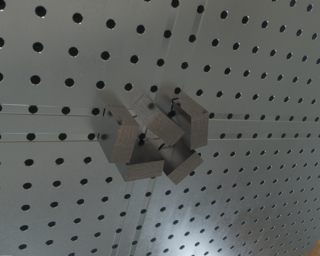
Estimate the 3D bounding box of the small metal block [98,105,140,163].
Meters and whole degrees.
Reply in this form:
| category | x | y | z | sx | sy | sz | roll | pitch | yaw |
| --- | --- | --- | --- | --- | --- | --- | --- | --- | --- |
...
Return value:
| category | x | y | z | sx | sy | sz | roll | pitch | yaw |
| --- | --- | --- | --- | --- | --- | --- | --- | --- | --- |
| small metal block | -0.051 | 0.007 | 0.371 | 0.025 | 0.050 | 0.050 | 4 | 117 | -30 |

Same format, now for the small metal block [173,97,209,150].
| category | x | y | z | sx | sy | sz | roll | pitch | yaw |
| --- | --- | --- | --- | --- | --- | --- | --- | --- | --- |
| small metal block | 0.040 | -0.007 | 0.411 | 0.025 | 0.050 | 0.050 | -15 | 124 | -20 |

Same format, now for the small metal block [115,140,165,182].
| category | x | y | z | sx | sy | sz | roll | pitch | yaw |
| --- | --- | --- | --- | --- | --- | --- | --- | --- | --- |
| small metal block | -0.029 | 0.041 | 0.404 | 0.050 | 0.050 | 0.025 | -5 | 121 | -26 |

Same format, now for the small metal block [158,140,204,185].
| category | x | y | z | sx | sy | sz | roll | pitch | yaw |
| --- | --- | --- | --- | --- | --- | --- | --- | --- | --- |
| small metal block | 0.024 | 0.043 | 0.433 | 0.050 | 0.050 | 0.025 | -41 | 128 | -1 |

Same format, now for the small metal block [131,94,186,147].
| category | x | y | z | sx | sy | sz | roll | pitch | yaw |
| --- | --- | --- | --- | --- | --- | --- | --- | --- | --- |
| small metal block | -0.002 | -0.010 | 0.387 | 0.025 | 0.050 | 0.050 | -47 | 130 | 6 |
